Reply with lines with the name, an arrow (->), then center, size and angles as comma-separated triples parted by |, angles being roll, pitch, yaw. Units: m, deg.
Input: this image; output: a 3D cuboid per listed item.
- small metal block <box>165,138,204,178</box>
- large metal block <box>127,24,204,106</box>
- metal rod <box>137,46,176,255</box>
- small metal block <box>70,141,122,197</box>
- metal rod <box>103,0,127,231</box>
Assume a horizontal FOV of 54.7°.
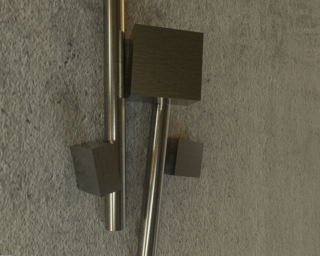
small metal block -> 0.033, 0.042, 0.435 | 0.050, 0.025, 0.050 | 12, 82, -40
large metal block -> 0.004, -0.072, 0.372 | 0.081, 0.050, 0.080 | 4, 86, -12
metal rod -> -0.005, 0.042, 0.402 | 0.025, 0.025, 0.298 | 10, 84, -40
small metal block -> -0.069, 0.042, 0.332 | 0.025, 0.050, 0.050 | -15, 100, -39
metal rod -> -0.053, -0.033, 0.361 | 0.025, 0.025, 0.298 | -1, 91, -40
